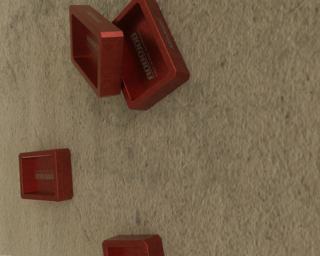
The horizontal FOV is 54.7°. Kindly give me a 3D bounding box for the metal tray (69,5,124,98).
[{"bbox_3d":[-0.094,-0.112,0.439,0.130,0.030,0.089,47,140,43],"label":"metal tray"}]

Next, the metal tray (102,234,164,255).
[{"bbox_3d":[-0.031,0.216,0.424,0.090,0.030,0.129,-17,79,38],"label":"metal tray"}]

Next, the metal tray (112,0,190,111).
[{"bbox_3d":[-0.024,-0.100,0.418,0.090,0.030,0.130,-34,69,34],"label":"metal tray"}]

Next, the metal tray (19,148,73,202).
[{"bbox_3d":[-0.215,0.087,0.574,0.130,0.030,0.089,-8,85,39],"label":"metal tray"}]
